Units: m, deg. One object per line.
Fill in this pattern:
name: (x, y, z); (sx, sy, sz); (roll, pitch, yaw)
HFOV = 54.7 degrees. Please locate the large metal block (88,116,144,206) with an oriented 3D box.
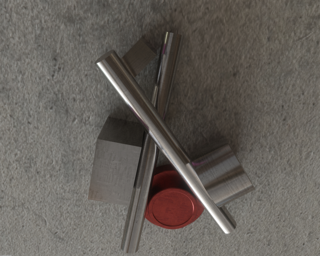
large metal block: (-0.054, 0.039, 0.396); (0.050, 0.080, 0.079); (11, 110, -5)

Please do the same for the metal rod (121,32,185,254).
metal rod: (-0.013, 0.029, 0.405); (0.025, 0.025, 0.298); (11, 104, -5)

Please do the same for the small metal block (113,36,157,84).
small metal block: (-0.030, -0.080, 0.367); (0.050, 0.050, 0.025); (-43, 105, 14)

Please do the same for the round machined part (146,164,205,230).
round machined part: (0.017, 0.104, 0.441); (0.099, 0.042, 0.097); (0, 110, -1)

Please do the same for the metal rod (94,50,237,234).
metal rod: (0.021, 0.035, 0.388); (0.025, 0.025, 0.299); (-31, 116, 10)

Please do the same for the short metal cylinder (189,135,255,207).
short metal cylinder: (0.081, 0.056, 0.404); (0.050, 0.080, 0.080); (-30, 108, 10)
